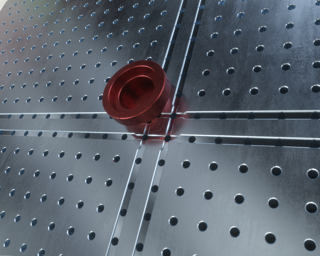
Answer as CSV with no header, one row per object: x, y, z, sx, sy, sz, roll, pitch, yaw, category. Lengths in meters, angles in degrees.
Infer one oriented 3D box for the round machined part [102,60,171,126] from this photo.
-0.029,-0.045,0.441,0.098,0.042,0.098,-13,56,21,round machined part
